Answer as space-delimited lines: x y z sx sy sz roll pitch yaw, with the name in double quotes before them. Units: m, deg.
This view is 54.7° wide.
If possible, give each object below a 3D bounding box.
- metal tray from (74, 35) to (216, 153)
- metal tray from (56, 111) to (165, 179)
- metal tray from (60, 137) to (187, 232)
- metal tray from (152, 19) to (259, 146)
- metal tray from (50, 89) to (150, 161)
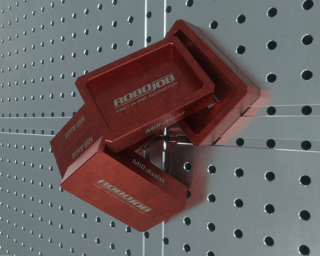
"metal tray" -0.016 -0.041 0.347 0.131 0.030 0.090 -27 66 -11
"metal tray" -0.067 0.024 0.418 0.130 0.091 0.030 -39 66 32
"metal tray" -0.042 0.073 0.382 0.090 0.130 0.030 -39 25 33
"metal tray" 0.041 -0.054 0.369 0.090 0.030 0.130 -51 61 27
"metal tray" -0.080 -0.001 0.430 0.130 0.091 0.030 -39 66 32
